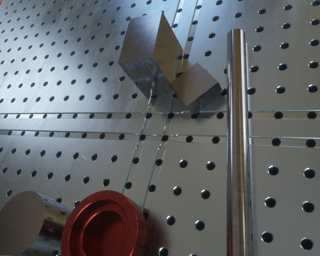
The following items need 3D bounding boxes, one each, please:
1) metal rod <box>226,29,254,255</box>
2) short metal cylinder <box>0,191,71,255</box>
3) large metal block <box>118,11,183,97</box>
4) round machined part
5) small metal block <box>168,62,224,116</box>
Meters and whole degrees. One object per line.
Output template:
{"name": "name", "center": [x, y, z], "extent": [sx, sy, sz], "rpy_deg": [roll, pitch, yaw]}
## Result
{"name": "metal rod", "center": [0.090, 0.002, 0.359], "extent": [0.025, 0.025, 0.299], "rpy_deg": [-7, 58, 24]}
{"name": "short metal cylinder", "center": [-0.163, 0.127, 0.397], "extent": [0.080, 0.050, 0.080], "rpy_deg": [-13, 57, 21]}
{"name": "large metal block", "center": [-0.009, -0.102, 0.439], "extent": [0.050, 0.080, 0.080], "rpy_deg": [-4, 60, 26]}
{"name": "round machined part", "center": [-0.059, 0.124, 0.351], "extent": [0.098, 0.042, 0.098], "rpy_deg": [-13, 56, 20]}
{"name": "small metal block", "center": [0.047, -0.052, 0.415], "extent": [0.050, 0.025, 0.050], "rpy_deg": [-38, 51, 2]}
